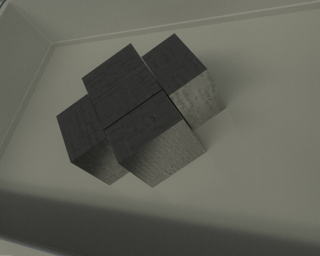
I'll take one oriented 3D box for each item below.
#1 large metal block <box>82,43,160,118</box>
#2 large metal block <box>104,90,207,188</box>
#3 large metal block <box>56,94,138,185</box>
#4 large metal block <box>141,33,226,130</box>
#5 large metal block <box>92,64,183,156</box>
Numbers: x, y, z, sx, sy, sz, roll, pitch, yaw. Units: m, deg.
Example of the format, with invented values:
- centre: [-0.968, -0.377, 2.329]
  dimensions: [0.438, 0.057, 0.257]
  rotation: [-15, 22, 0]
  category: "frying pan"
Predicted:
- centre: [-0.044, -0.053, 0.423]
  dimensions: [0.080, 0.080, 0.050]
  rotation: [-35, 52, 5]
  category: "large metal block"
- centre: [-0.003, 0.016, 0.361]
  dimensions: [0.080, 0.080, 0.050]
  rotation: [-35, 52, 5]
  category: "large metal block"
- centre: [-0.079, 0.016, 0.399]
  dimensions: [0.050, 0.080, 0.080]
  rotation: [-35, 52, 5]
  category: "large metal block"
- centre: [0.030, -0.057, 0.387]
  dimensions: [0.050, 0.080, 0.080]
  rotation: [-35, 52, 5]
  category: "large metal block"
- centre: [-0.024, -0.019, 0.392]
  dimensions: [0.080, 0.080, 0.050]
  rotation: [-35, 52, 5]
  category: "large metal block"
